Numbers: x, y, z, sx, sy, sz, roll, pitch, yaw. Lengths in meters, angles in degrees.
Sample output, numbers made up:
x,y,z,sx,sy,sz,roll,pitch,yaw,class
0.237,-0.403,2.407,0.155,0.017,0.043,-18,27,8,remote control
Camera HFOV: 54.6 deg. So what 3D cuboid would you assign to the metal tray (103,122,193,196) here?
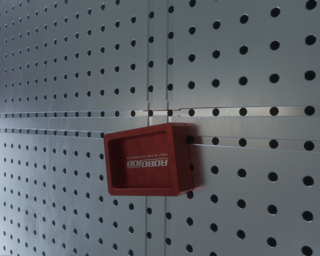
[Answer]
x,y,z,sx,sy,sz,roll,pitch,yaw,class
-0.021,0.045,0.424,0.130,0.030,0.090,-10,84,39,metal tray
